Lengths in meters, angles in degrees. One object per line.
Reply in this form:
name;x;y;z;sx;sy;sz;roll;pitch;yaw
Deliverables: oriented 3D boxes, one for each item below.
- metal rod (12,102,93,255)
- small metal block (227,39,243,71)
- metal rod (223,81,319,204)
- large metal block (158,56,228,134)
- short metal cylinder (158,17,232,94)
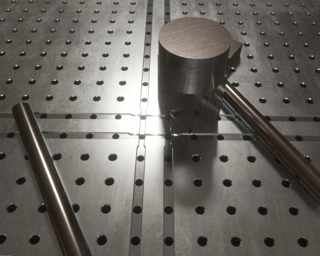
metal rod;-0.117;0.075;0.342;0.025;0.025;0.300;-23;54;-19
small metal block;0.102;-0.127;0.516;0.050;0.025;0.050;27;55;21
metal rod;0.117;-0.025;0.429;0.025;0.025;0.300;-22;54;-18
large metal block;0.039;-0.053;0.417;0.050;0.080;0.080;-26;55;-20
short metal cylinder;0.038;-0.085;0.359;0.081;0.050;0.080;0;50;0
